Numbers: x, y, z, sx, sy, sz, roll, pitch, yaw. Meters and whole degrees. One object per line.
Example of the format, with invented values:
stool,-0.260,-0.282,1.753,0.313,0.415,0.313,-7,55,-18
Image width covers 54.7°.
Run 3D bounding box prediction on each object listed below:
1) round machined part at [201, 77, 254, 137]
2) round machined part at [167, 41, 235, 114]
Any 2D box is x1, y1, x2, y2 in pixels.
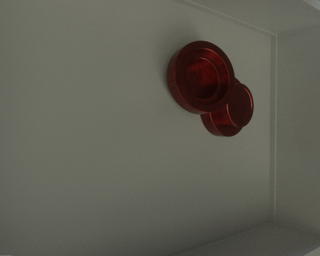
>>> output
round machined part,0.111,-0.035,0.488,0.099,0.042,0.097,0,90,-40
round machined part,0.052,-0.067,0.430,0.099,0.042,0.097,3,84,-27
